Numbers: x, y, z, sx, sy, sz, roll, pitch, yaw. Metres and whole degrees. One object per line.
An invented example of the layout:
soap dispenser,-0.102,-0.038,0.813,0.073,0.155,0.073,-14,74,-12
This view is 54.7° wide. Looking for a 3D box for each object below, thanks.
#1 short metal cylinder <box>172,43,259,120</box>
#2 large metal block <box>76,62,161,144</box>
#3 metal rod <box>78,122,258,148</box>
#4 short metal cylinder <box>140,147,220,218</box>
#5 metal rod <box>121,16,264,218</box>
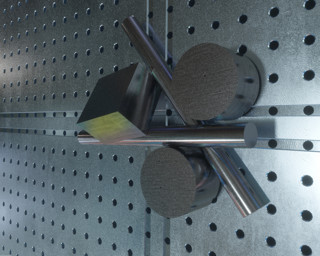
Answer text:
short metal cylinder,0.060,-0.048,0.339,0.080,0.050,0.079,0,90,40
large metal block,-0.052,-0.030,0.407,0.080,0.050,0.080,-13,47,39
metal rod,-0.019,0.011,0.398,0.300,0.025,0.025,-2,89,46
short metal cylinder,0.023,0.061,0.369,0.080,0.050,0.079,0,90,40
metal rod,0.027,-0.030,0.382,0.025,0.025,0.299,-45,63,30
